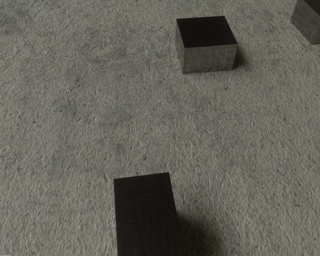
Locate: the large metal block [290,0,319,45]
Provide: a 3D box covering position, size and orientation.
[{"bbox_3d":[0.297,-0.198,0.555,0.081,0.050,0.080,-9,51,-8],"label":"large metal block"}]

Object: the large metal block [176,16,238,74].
[{"bbox_3d":[0.071,-0.135,0.501,0.081,0.050,0.080,-5,50,-5],"label":"large metal block"}]

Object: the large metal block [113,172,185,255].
[{"bbox_3d":[-0.011,0.098,0.284,0.050,0.080,0.080,-6,50,-5],"label":"large metal block"}]
